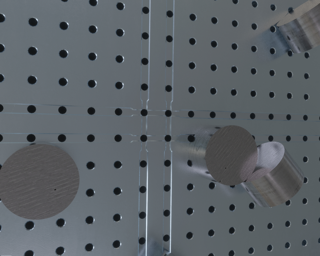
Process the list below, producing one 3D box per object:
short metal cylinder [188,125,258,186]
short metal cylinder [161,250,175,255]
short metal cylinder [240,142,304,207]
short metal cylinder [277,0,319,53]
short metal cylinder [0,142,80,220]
[{"bbox_3d":[0.087,0.036,0.431,0.081,0.050,0.079,0,90,-20],"label":"short metal cylinder"},{"bbox_3d":[0.024,0.202,0.392,0.080,0.080,0.050,39,78,-16],"label":"short metal cylinder"},{"bbox_3d":[0.153,0.065,0.440,0.080,0.080,0.050,-44,104,-15],"label":"short metal cylinder"},{"bbox_3d":[0.226,-0.157,0.466,0.080,0.080,0.050,-41,103,-15],"label":"short metal cylinder"},{"bbox_3d":[-0.135,0.056,0.350,0.081,0.050,0.079,0,90,-20],"label":"short metal cylinder"}]
